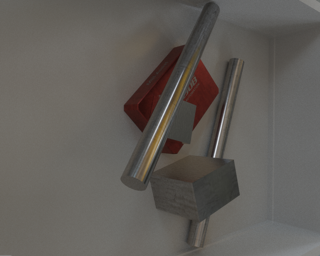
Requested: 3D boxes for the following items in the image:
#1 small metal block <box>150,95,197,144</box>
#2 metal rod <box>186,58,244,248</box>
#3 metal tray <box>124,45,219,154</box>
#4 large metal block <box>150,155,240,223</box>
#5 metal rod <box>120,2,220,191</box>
[{"bbox_3d":[0.015,-0.010,0.381,0.050,0.025,0.050,17,79,-39],"label":"small metal block"},{"bbox_3d":[0.089,0.030,0.484,0.025,0.025,0.299,25,74,-38],"label":"metal rod"},{"bbox_3d":[0.021,-0.040,0.423,0.090,0.030,0.130,52,59,-28],"label":"metal tray"},{"bbox_3d":[0.045,0.075,0.411,0.081,0.080,0.050,-20,103,-39],"label":"large metal block"},{"bbox_3d":[0.026,-0.061,0.366,0.025,0.025,0.300,48,48,-30],"label":"metal rod"}]
